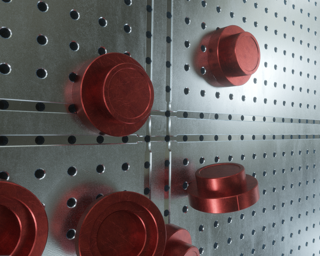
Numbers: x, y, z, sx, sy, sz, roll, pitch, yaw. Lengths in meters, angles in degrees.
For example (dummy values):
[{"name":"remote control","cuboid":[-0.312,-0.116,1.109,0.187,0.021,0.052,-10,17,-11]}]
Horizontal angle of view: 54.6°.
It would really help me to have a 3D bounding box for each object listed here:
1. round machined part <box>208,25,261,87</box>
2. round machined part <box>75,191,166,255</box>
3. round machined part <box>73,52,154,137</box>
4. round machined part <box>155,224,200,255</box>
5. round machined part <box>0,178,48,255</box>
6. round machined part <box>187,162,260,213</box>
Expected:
[{"name":"round machined part","cuboid":[0.126,-0.117,0.502,0.099,0.042,0.097,0,90,-40]},{"name":"round machined part","cuboid":[-0.046,0.121,0.348,0.099,0.042,0.098,6,75,-26]},{"name":"round machined part","cuboid":[-0.046,-0.039,0.359,0.099,0.042,0.097,0,90,-40]},{"name":"round machined part","cuboid":[0.016,0.176,0.393,0.099,0.042,0.097,-22,118,-51]},{"name":"round machined part","cuboid":[-0.154,0.092,0.269,0.099,0.042,0.097,0,90,-40]},{"name":"round machined part","cuboid":[0.086,0.078,0.432,0.099,0.098,0.042,-17,101,-39]}]
